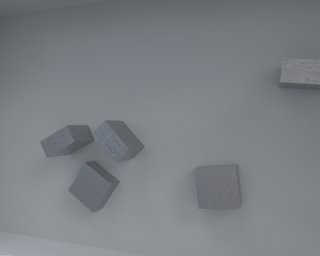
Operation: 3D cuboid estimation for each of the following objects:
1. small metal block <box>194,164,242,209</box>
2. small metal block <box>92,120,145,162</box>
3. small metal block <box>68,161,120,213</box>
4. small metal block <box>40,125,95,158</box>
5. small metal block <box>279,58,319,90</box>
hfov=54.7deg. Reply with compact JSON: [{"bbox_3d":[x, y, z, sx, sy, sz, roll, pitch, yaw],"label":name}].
[{"bbox_3d":[0.073,0.072,0.385,0.050,0.025,0.050,-6,88,20],"label":"small metal block"},{"bbox_3d":[-0.054,0.017,0.416,0.025,0.050,0.050,-45,76,15],"label":"small metal block"},{"bbox_3d":[-0.095,0.083,0.444,0.050,0.025,0.050,36,101,16],"label":"small metal block"},{"bbox_3d":[-0.131,0.018,0.444,0.050,0.050,0.025,-29,81,18],"label":"small metal block"},{"bbox_3d":[0.160,-0.058,0.341,0.050,0.050,0.025,7,93,20],"label":"small metal block"}]
